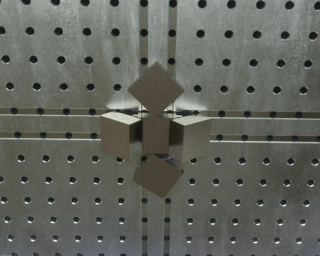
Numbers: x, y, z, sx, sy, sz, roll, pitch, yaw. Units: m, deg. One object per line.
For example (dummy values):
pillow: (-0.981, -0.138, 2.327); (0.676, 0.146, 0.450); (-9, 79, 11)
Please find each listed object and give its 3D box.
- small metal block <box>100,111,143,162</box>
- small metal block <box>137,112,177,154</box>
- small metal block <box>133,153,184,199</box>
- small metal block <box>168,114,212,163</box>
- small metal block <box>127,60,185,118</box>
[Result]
small metal block: (-0.050, 0.010, 0.403); (0.050, 0.025, 0.050); (17, 115, 33)
small metal block: (-0.004, 0.006, 0.415); (0.050, 0.025, 0.050); (1, 109, -1)
small metal block: (-0.002, 0.063, 0.436); (0.050, 0.025, 0.050); (33, 107, -10)
small metal block: (0.039, 0.012, 0.403); (0.050, 0.025, 0.050); (-14, 116, -39)
small metal block: (-0.005, -0.050, 0.395); (0.050, 0.025, 0.050); (-42, 104, 13)
